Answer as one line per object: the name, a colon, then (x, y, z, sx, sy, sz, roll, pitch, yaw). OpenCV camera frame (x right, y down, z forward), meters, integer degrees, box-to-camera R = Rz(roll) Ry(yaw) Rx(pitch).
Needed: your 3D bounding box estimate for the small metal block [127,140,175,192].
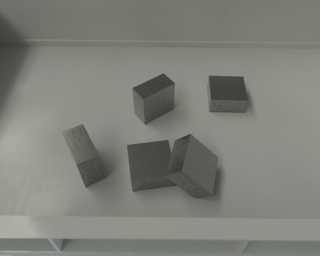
small metal block: (-0.011, 0.044, 0.368, 0.050, 0.025, 0.050, -7, 50, -6)

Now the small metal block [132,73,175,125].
small metal block: (-0.008, -0.039, 0.422, 0.050, 0.050, 0.025, -29, 56, -22)

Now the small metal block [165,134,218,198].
small metal block: (0.037, 0.043, 0.351, 0.050, 0.025, 0.050, 40, 47, -25)

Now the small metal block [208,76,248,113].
small metal block: (0.096, -0.049, 0.447, 0.050, 0.025, 0.050, 2, 50, 1)

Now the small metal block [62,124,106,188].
small metal block: (-0.088, 0.033, 0.361, 0.025, 0.050, 0.050, -23, 54, -18)
